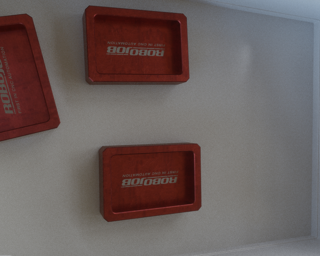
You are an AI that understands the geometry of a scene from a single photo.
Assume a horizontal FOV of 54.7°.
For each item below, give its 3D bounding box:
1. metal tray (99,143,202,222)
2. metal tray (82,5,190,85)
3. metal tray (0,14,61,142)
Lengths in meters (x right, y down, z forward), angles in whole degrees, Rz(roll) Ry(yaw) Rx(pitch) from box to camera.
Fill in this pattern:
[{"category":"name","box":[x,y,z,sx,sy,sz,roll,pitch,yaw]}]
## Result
[{"category":"metal tray","box":[-0.011,0.067,0.404,0.131,0.030,0.089,-1,91,-21]},{"category":"metal tray","box":[-0.029,-0.102,0.397,0.131,0.030,0.089,-3,91,-20]},{"category":"metal tray","box":[-0.173,-0.053,0.343,0.091,0.030,0.129,-15,95,-20]}]
